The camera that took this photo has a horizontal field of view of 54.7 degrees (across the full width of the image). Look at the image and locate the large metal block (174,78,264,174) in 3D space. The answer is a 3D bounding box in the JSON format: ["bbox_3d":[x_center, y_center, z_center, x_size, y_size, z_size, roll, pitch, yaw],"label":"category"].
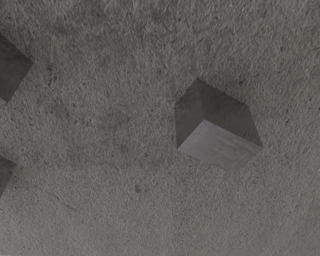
[{"bbox_3d":[0.066,-0.003,0.369,0.080,0.080,0.050,25,126,-20],"label":"large metal block"}]

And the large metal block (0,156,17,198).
[{"bbox_3d":[-0.262,0.090,0.445,0.050,0.080,0.080,34,122,-26],"label":"large metal block"}]

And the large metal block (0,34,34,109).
[{"bbox_3d":[-0.193,-0.047,0.329,0.080,0.080,0.050,-29,124,22],"label":"large metal block"}]
